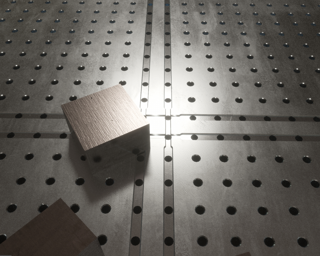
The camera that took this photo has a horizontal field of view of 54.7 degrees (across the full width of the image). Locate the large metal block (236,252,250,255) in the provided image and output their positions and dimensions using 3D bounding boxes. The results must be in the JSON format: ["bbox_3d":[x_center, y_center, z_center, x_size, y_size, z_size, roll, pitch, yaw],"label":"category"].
[{"bbox_3d":[0.037,0.148,0.248,0.081,0.080,0.050,-12,51,-10],"label":"large metal block"}]

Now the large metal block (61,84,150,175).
[{"bbox_3d":[-0.067,-0.001,0.391,0.081,0.050,0.080,-24,54,-19],"label":"large metal block"}]

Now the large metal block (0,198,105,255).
[{"bbox_3d":[-0.096,0.121,0.269,0.050,0.080,0.080,37,59,26],"label":"large metal block"}]
